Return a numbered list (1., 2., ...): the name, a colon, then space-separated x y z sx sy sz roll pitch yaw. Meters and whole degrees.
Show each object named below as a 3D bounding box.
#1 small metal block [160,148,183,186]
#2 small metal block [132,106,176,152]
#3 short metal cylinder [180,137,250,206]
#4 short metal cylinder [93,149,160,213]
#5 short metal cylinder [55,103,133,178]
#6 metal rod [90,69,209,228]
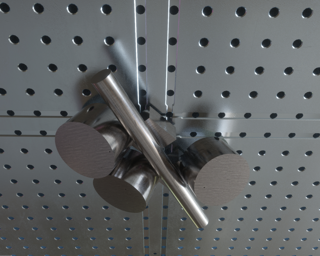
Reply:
1. small metal block: 0.023 0.064 0.462 0.050 0.025 0.050 -33 123 24
2. small metal block: -0.014 0.006 0.412 0.050 0.025 0.050 -36 122 26
3. short metal cylinder: 0.074 0.059 0.424 0.081 0.050 0.079 -8 116 -17
4. short metal cylinder: -0.046 0.074 0.435 0.080 0.050 0.079 16 137 16
5. short metal cylinder: -0.081 0.015 0.385 0.080 0.050 0.079 11 123 17
6. metal rod: 0.002 0.048 0.414 0.025 0.025 0.299 -20 127 16
